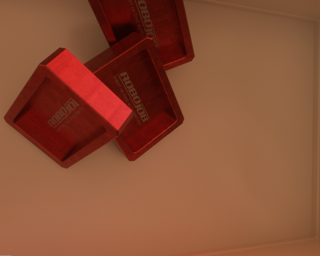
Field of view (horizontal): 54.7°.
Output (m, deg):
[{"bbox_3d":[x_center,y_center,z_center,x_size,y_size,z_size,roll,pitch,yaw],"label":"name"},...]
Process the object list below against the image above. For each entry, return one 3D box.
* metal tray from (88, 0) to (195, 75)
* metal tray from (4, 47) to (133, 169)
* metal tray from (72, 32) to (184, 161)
[{"bbox_3d":[-0.017,-0.117,0.346,0.090,0.030,0.130,-21,141,1],"label":"metal tray"},{"bbox_3d":[-0.099,-0.012,0.319,0.090,0.130,0.030,44,48,-15],"label":"metal tray"},{"bbox_3d":[-0.031,-0.032,0.363,0.090,0.030,0.130,-38,132,-14],"label":"metal tray"}]
